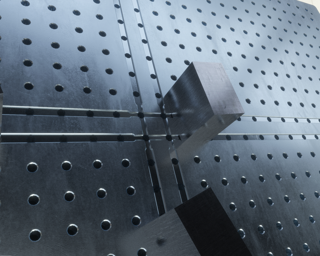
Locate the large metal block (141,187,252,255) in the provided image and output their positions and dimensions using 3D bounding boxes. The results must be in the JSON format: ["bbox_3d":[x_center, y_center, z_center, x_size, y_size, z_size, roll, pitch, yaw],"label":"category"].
[{"bbox_3d":[0.035,0.119,0.321,0.050,0.080,0.080,-20,73,-36],"label":"large metal block"}]

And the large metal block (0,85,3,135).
[{"bbox_3d":[-0.191,-0.039,0.294,0.050,0.080,0.080,-19,72,-35],"label":"large metal block"}]

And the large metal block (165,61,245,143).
[{"bbox_3d":[0.058,-0.034,0.427,0.050,0.080,0.080,-5,64,-31],"label":"large metal block"}]
